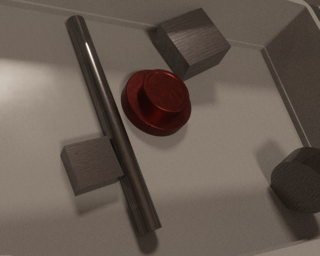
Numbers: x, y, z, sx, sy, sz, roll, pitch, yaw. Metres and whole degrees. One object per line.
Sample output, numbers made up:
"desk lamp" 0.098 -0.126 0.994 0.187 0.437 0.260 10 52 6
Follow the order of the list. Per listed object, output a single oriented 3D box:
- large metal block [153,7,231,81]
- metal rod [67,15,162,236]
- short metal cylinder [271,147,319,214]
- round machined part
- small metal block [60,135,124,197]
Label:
"large metal block" 0.048 -0.130 0.484 0.081 0.050 0.080 -29 78 -22
"metal rod" -0.064 -0.019 0.383 0.025 0.025 0.299 -10 67 -33
"short metal cylinder" 0.208 0.073 0.440 0.050 0.080 0.080 -27 77 -37
"round machined part" 0.000 -0.041 0.421 0.099 0.042 0.098 14 56 -21
"small metal block" -0.075 0.041 0.341 0.050 0.025 0.050 -14 69 -34
